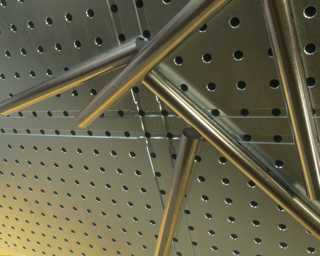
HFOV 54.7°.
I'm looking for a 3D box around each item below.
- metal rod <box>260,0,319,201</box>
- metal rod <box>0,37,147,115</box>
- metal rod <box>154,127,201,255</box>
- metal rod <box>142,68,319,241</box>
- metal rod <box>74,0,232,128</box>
[{"bbox_3d":[0.131,-0.053,0.308,0.025,0.025,0.299,-9,114,32],"label":"metal rod"},{"bbox_3d":[-0.142,-0.064,0.444,0.300,0.025,0.025,-14,111,33],"label":"metal rod"},{"bbox_3d":[0.019,0.127,0.477,0.025,0.025,0.298,21,126,15],"label":"metal rod"},{"bbox_3d":[0.099,0.035,0.380,0.300,0.025,0.025,42,129,-1],"label":"metal rod"},{"bbox_3d":[-0.027,-0.067,0.358,0.025,0.025,0.299,50,136,-8],"label":"metal rod"}]
